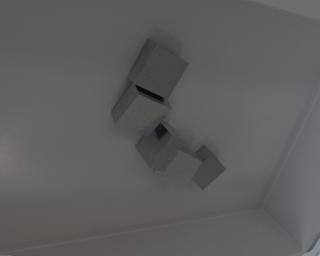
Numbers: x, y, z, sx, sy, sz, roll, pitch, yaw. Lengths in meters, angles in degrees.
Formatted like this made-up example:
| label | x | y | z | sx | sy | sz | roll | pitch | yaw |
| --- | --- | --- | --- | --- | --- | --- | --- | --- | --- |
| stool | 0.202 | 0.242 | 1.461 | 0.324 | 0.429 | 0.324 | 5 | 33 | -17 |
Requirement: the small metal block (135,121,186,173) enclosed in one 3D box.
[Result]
| label | x | y | z | sx | sy | sz | roll | pitch | yaw |
| --- | --- | --- | --- | --- | --- | --- | --- | --- | --- |
| small metal block | -0.001 | 0.021 | 0.405 | 0.025 | 0.050 | 0.050 | 26 | 104 | -37 |

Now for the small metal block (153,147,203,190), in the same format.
| label | x | y | z | sx | sy | sz | roll | pitch | yaw |
| --- | --- | --- | --- | --- | --- | --- | --- | --- | --- |
| small metal block | 0.024 | 0.052 | 0.442 | 0.050 | 0.025 | 0.050 | 28 | 104 | -12 |

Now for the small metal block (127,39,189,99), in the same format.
| label | x | y | z | sx | sy | sz | roll | pitch | yaw |
| --- | --- | --- | --- | --- | --- | --- | --- | --- | --- |
| small metal block | -0.002 | -0.068 | 0.365 | 0.050 | 0.025 | 0.050 | 21 | 107 | -36 |

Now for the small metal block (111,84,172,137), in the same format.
| label | x | y | z | sx | sy | sz | roll | pitch | yaw |
| --- | --- | --- | --- | --- | --- | --- | --- | --- | --- |
| small metal block | -0.023 | -0.021 | 0.375 | 0.050 | 0.025 | 0.050 | 21 | 122 | -36 |

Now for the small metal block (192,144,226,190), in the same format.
| label | x | y | z | sx | sy | sz | roll | pitch | yaw |
| --- | --- | --- | --- | --- | --- | --- | --- | --- | --- |
| small metal block | 0.068 | 0.062 | 0.484 | 0.050 | 0.025 | 0.050 | -42 | 130 | 0 |
